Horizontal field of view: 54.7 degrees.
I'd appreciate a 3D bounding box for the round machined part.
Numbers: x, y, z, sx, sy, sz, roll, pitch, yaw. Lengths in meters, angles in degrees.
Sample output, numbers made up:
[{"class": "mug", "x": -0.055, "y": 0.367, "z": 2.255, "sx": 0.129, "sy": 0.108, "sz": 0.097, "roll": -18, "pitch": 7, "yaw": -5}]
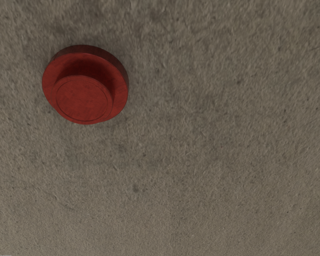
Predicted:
[{"class": "round machined part", "x": -0.087, "y": -0.042, "z": 0.359, "sx": 0.099, "sy": 0.042, "sz": 0.097, "roll": -1, "pitch": 130, "yaw": 0}]
